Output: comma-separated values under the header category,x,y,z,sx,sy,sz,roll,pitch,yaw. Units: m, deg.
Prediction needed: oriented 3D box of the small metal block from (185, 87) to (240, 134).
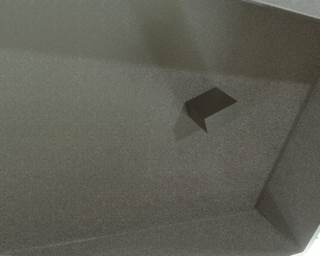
category,x,y,z,sx,sy,sz,roll,pitch,yaw
small metal block,0.070,-0.025,0.414,0.050,0.050,0.025,-27,128,-11
